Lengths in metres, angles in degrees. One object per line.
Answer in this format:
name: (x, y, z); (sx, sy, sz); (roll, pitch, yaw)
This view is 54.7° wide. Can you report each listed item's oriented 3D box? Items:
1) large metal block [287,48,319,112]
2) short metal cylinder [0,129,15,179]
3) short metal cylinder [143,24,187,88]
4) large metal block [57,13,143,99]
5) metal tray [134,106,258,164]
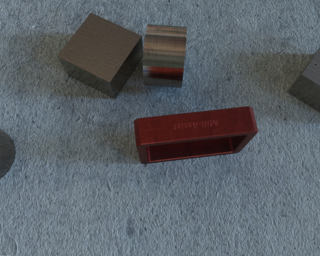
large metal block: (0.237, -0.066, 0.421); (0.080, 0.050, 0.080); (36, 74, 12)
short metal cylinder: (-0.231, 0.029, 0.383); (0.081, 0.050, 0.080); (0, 70, 0)
short metal cylinder: (0.007, -0.095, 0.414); (0.050, 0.080, 0.080); (5, 70, 2)
large metal block: (-0.079, -0.100, 0.431); (0.080, 0.050, 0.080); (27, 72, 9)
metal tray: (0.038, 0.012, 0.369); (0.131, 0.090, 0.030); (-6, 70, -3)
